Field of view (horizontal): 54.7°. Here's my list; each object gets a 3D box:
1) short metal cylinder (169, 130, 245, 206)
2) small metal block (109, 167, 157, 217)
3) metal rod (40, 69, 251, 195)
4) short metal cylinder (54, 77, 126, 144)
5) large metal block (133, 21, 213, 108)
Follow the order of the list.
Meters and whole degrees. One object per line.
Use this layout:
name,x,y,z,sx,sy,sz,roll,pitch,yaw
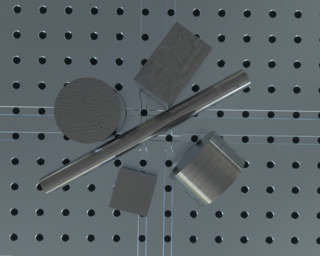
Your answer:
short metal cylinder,0.057,0.049,0.383,0.050,0.080,0.080,44,90,-1
small metal block,-0.035,0.084,0.410,0.050,0.025,0.050,15,90,0
metal rod,-0.019,0.005,0.410,0.301,0.025,0.025,-28,90,0
short metal cylinder,-0.087,-0.021,0.396,0.081,0.050,0.079,0,90,0
large metal block,0.015,-0.072,0.383,0.050,0.080,0.080,36,90,0
